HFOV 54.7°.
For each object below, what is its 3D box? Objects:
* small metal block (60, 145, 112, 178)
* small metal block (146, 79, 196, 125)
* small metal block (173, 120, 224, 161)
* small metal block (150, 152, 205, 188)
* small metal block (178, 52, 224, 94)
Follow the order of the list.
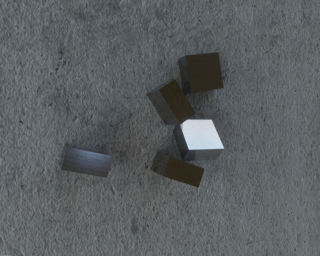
[{"bbox_3d":[-0.088,0.038,0.363,0.050,0.050,0.025,14,86,-20],"label":"small metal block"},{"bbox_3d":[0.013,-0.032,0.400,0.025,0.050,0.050,-36,101,-17],"label":"small metal block"},{"bbox_3d":[0.050,0.016,0.413,0.050,0.025,0.050,0,50,-21],"label":"small metal block"},{"bbox_3d":[0.022,0.054,0.403,0.050,0.050,0.025,21,85,-19],"label":"small metal block"},{"bbox_3d":[0.057,-0.076,0.430,0.050,0.025,0.050,-10,94,-20],"label":"small metal block"}]
